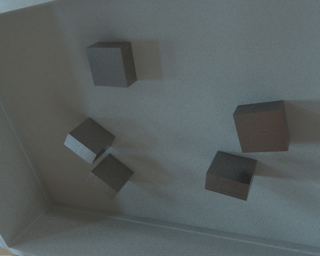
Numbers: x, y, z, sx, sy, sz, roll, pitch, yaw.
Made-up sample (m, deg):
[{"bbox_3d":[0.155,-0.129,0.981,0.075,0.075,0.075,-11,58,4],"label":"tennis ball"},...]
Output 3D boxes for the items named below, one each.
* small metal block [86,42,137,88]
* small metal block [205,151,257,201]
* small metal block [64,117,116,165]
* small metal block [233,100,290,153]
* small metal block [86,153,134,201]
[{"bbox_3d":[-0.061,-0.080,0.391,0.050,0.025,0.050,7,122,24],"label":"small metal block"},{"bbox_3d":[0.088,0.057,0.381,0.050,0.050,0.025,13,124,21],"label":"small metal block"},{"bbox_3d":[-0.103,0.018,0.458,0.050,0.050,0.025,37,129,3],"label":"small metal block"},{"bbox_3d":[0.115,-0.001,0.348,0.050,0.025,0.050,-6,116,30],"label":"small metal block"},{"bbox_3d":[-0.077,0.075,0.479,0.050,0.050,0.025,38,129,3],"label":"small metal block"}]
